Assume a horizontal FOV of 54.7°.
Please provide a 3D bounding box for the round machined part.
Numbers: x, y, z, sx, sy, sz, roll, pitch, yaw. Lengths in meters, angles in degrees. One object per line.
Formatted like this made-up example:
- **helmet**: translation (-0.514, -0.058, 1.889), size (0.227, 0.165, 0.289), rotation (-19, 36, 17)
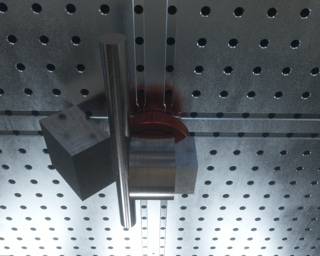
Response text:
- **round machined part**: translation (-0.009, 0.016, 0.413), size (0.099, 0.042, 0.097), rotation (-1, 130, 0)

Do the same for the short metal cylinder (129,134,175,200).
- **short metal cylinder**: translation (-0.009, 0.047, 0.376), size (0.050, 0.080, 0.079), rotation (1, 130, -1)

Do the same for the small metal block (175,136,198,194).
- **small metal block**: translation (0.029, 0.045, 0.379), size (0.025, 0.050, 0.050), rotation (1, 130, -1)

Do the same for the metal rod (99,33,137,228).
- **metal rod**: translation (-0.046, 0.031, 0.383), size (0.025, 0.025, 0.298), rotation (0, 130, -1)

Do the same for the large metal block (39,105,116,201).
- **large metal block**: translation (-0.103, 0.031, 0.392), size (0.050, 0.080, 0.079), rotation (-29, 139, -31)
